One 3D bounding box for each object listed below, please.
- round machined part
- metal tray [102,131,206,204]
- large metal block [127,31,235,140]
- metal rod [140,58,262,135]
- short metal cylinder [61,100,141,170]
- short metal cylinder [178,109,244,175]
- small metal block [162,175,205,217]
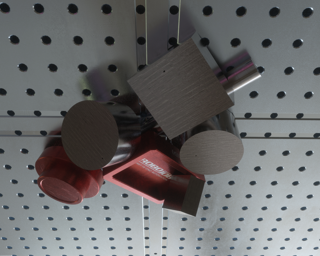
[{"bbox_3d":[-0.134,0.074,0.445,0.098,0.042,0.097,11,137,11],"label":"round machined part"},{"bbox_3d":[-0.006,0.062,0.442,0.090,0.030,0.130,-30,137,23],"label":"metal tray"},{"bbox_3d":[0.025,-0.046,0.341,0.080,0.050,0.080,-30,105,23],"label":"large metal block"},{"bbox_3d":[-0.009,-0.001,0.413,0.300,0.025,0.025,-30,124,23],"label":"metal rod"},{"bbox_3d":[-0.070,0.007,0.373,0.080,0.050,0.079,2,94,25],"label":"short metal cylinder"},{"bbox_3d":[0.065,0.017,0.409,0.081,0.050,0.079,0,130,0],"label":"short metal cylinder"},{"bbox_3d":[0.033,0.094,0.437,0.025,0.050,0.050,27,160,-23],"label":"small metal block"}]
